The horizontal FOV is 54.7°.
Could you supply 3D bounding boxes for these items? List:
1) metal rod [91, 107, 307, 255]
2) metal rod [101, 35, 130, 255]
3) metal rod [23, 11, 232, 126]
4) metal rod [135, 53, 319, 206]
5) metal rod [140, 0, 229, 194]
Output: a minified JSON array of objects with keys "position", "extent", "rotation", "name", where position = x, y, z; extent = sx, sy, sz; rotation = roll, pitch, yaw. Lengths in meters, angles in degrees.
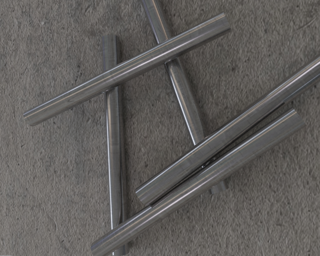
[{"position":[0.033,0.075,0.369],"extent":[0.300,0.025,0.025],"rotation":[-37,78,16],"name":"metal rod"},{"position":[-0.062,0.023,0.430],"extent":[0.025,0.025,0.298],"rotation":[-3,89,20],"name":"metal rod"},{"position":[-0.055,-0.068,0.400],"extent":[0.300,0.025,0.025],"rotation":[-22,83,18],"name":"metal rod"},{"position":[0.096,-0.006,0.355],"extent":[0.300,0.025,0.025],"rotation":[-37,78,8],"name":"metal rod"},{"position":[0.025,-0.063,0.400],"extent":[0.025,0.025,0.299],"rotation":[-21,83,19],"name":"metal rod"}]
